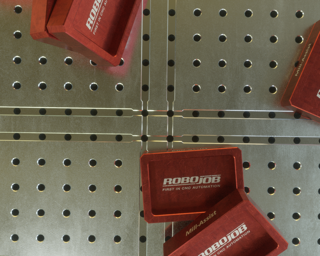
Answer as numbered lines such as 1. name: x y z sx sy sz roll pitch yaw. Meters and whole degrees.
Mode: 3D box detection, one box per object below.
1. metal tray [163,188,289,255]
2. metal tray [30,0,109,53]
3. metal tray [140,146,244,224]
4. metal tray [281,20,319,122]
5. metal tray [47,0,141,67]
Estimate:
1. metal tray: 0.080 0.148 0.390 0.130 0.030 0.090 -40 104 10
2. metal tray: -0.105 -0.163 0.380 0.030 0.091 0.129 5 90 36
3. metal tray: 0.042 0.073 0.411 0.131 0.030 0.090 -4 90 0
4. metal tray: 0.231 -0.072 0.412 0.090 0.030 0.130 24 90 0
5. metal tray: -0.069 -0.151 0.370 0.030 0.090 0.130 11 79 36
